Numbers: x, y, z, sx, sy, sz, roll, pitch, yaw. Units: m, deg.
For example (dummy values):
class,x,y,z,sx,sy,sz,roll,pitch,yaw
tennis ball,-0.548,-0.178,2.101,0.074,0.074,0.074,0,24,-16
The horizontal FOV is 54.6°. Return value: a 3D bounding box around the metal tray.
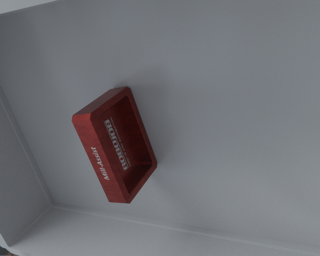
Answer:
class,x,y,z,sx,sy,sz,roll,pitch,yaw
metal tray,-0.053,0.022,0.408,0.030,0.090,0.129,-5,116,30
